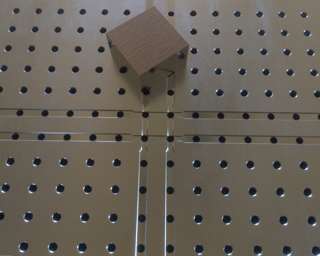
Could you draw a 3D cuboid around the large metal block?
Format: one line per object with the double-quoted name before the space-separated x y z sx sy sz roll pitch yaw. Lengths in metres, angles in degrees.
"large metal block" -0.017 -0.111 0.439 0.080 0.050 0.080 -34 74 -12
